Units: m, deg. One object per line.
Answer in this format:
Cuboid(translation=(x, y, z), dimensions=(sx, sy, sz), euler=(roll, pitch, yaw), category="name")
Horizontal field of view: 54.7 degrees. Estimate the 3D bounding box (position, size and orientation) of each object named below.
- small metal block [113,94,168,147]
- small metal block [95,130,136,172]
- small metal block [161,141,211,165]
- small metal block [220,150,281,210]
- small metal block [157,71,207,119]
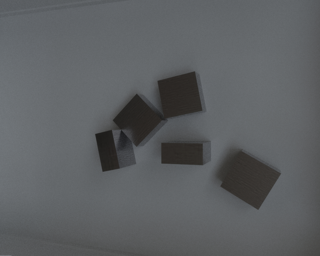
Cuboid(translation=(-0.026, -0.010, 0.420), dimensions=(0.050, 0.025, 0.050), euler=(-46, 76, 14), category="small metal block")
Cuboid(translation=(-0.059, 0.029, 0.418), dimensions=(0.025, 0.050, 0.050), euler=(-13, 86, 20), category="small metal block")
Cuboid(translation=(0.034, 0.030, 0.385), dimensions=(0.050, 0.050, 0.025), euler=(0, 90, 20), category="small metal block")
Cuboid(translation=(0.109, 0.061, 0.372), dimensions=(0.050, 0.025, 0.050), euler=(31, 100, 17), category="small metal block")
Cuboid(translation=(0.029, -0.041, 0.400), dimensions=(0.050, 0.025, 0.050), euler=(-11, 86, 19), category="small metal block")
